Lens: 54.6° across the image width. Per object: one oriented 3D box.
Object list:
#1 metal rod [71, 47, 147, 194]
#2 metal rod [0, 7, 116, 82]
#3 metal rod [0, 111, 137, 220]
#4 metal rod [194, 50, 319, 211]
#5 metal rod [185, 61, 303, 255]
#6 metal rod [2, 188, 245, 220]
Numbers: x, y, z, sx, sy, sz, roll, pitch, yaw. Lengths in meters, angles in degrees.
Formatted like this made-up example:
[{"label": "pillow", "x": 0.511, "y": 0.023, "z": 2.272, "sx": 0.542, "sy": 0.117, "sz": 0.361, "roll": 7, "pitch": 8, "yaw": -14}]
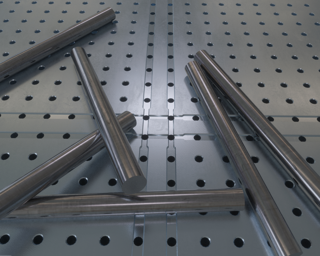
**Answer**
[{"label": "metal rod", "x": -0.079, "y": -0.034, "z": 0.403, "sx": 0.025, "sy": 0.025, "sz": 0.300, "roll": -17, "pitch": 42, "yaw": -14}, {"label": "metal rod", "x": -0.193, "y": -0.132, "z": 0.517, "sx": 0.025, "sy": 0.025, "sz": 0.301, "roll": 34, "pitch": 58, "yaw": 25}, {"label": "metal rod", "x": -0.136, "y": 0.060, "z": 0.326, "sx": 0.025, "sy": 0.025, "sz": 0.302, "roll": 33, "pitch": 48, "yaw": 24}, {"label": "metal rod", "x": 0.128, "y": -0.012, "z": 0.418, "sx": 0.025, "sy": 0.025, "sz": 0.300, "roll": -19, "pitch": 53, "yaw": -15}, {"label": "metal rod", "x": 0.089, "y": 0.015, "z": 0.395, "sx": 0.025, "sy": 0.025, "sz": 0.300, "roll": -11, "pitch": 51, "yaw": -9}, {"label": "metal rod", "x": -0.061, "y": 0.083, "z": 0.337, "sx": 0.302, "sy": 0.025, "sz": 0.025, "roll": -2, "pitch": 50, "yaw": -2}]
